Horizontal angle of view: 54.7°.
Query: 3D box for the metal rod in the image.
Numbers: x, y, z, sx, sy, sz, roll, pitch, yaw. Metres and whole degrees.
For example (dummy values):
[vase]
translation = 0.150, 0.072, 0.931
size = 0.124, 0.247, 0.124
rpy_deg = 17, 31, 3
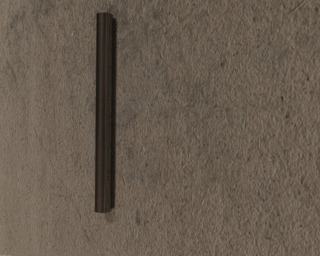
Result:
[metal rod]
translation = -0.086, -0.022, 0.472
size = 0.025, 0.025, 0.298
rpy_deg = 1, 91, 39
